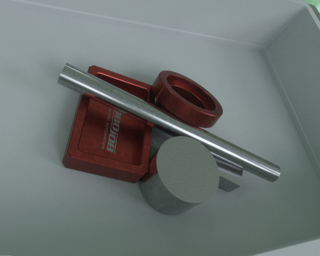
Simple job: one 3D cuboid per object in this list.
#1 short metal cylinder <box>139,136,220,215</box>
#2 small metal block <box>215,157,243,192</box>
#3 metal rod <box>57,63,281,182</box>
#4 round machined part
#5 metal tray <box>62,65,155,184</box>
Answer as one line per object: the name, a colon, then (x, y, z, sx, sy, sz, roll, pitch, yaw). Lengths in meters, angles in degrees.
short metal cylinder: (0.022, 0.056, 0.366, 0.081, 0.050, 0.080, 14, 56, -21)
small metal block: (0.084, 0.051, 0.419, 0.050, 0.025, 0.050, 28, 52, -11)
metal rod: (0.024, 0.001, 0.380, 0.302, 0.025, 0.025, 25, 53, -16)
round machined part: (0.031, -0.032, 0.415, 0.098, 0.042, 0.098, 26, 27, -14)
metal tray: (-0.056, -0.007, 0.374, 0.091, 0.030, 0.130, 17, 55, -19)
